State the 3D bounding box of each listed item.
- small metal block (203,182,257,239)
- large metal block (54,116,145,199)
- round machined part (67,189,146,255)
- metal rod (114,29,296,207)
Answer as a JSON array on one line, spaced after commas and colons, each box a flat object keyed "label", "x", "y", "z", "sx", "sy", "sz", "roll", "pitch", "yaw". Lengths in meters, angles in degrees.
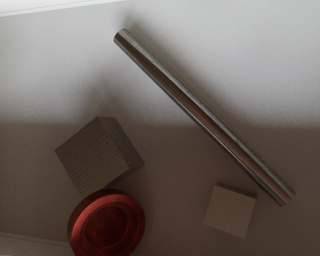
[{"label": "small metal block", "x": 0.086, "y": 0.099, "z": 0.380, "sx": 0.050, "sy": 0.025, "sz": 0.050, "roll": 17, "pitch": 95, "yaw": 18}, {"label": "large metal block", "x": -0.082, "y": 0.040, "z": 0.425, "sx": 0.080, "sy": 0.050, "sz": 0.080, "roll": -36, "pitch": 79, "yaw": 16}, {"label": "round machined part", "x": -0.072, "y": 0.126, "z": 0.407, "sx": 0.042, "sy": 0.099, "sz": 0.097, "roll": 18, "pitch": 98, "yaw": 59}, {"label": "metal rod", "x": 0.047, "y": -0.022, "z": 0.393, "sx": 0.300, "sy": 0.025, "sz": 0.025, "roll": 46, "pitch": 104, "yaw": 14}]
